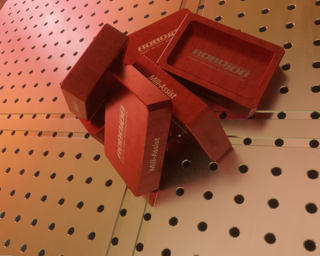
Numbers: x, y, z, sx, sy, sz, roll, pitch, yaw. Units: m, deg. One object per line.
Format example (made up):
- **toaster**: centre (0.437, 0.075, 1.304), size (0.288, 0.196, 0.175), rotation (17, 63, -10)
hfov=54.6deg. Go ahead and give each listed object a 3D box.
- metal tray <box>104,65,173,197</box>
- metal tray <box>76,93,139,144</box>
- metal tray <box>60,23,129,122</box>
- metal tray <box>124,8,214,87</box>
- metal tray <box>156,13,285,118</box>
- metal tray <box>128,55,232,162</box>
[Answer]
- **metal tray**: centre (-0.031, 0.005, 0.361), size (0.030, 0.129, 0.090), rotation (-16, 43, -30)
- **metal tray**: centre (-0.066, -0.050, 0.471), size (0.130, 0.030, 0.090), rotation (-43, 52, -2)
- **metal tray**: centre (-0.081, -0.063, 0.393), size (0.030, 0.130, 0.090), rotation (33, 76, -5)
- **metal tray**: centre (0.007, -0.116, 0.450), size (0.131, 0.030, 0.090), rotation (-29, 54, -8)
- **metal tray**: centre (0.073, -0.080, 0.385), size (0.130, 0.030, 0.090), rotation (27, 75, 14)
- **metal tray**: centre (0.021, -0.024, 0.370), size (0.030, 0.090, 0.130), rotation (-44, 51, -2)
